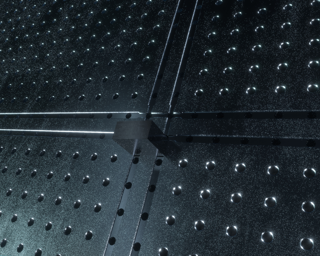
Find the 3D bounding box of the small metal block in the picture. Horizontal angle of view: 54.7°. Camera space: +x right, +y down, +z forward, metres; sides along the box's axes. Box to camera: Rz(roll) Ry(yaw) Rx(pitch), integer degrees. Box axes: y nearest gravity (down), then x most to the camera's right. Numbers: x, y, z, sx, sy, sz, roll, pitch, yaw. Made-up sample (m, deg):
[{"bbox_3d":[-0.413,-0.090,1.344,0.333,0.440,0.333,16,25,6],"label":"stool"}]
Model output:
[{"bbox_3d":[-0.024,0.014,0.395,0.050,0.050,0.025,-1,62,27],"label":"small metal block"}]
